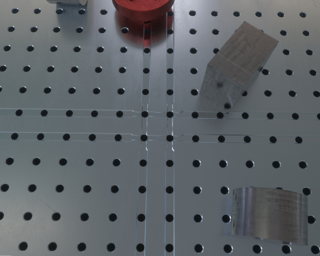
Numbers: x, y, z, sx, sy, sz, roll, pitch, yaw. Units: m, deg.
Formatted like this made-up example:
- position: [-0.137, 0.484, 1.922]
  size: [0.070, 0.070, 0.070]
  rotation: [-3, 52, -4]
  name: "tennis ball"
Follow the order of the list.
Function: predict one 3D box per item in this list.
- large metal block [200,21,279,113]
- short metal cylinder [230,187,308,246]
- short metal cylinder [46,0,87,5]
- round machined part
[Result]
- position: [0.102, -0.078, 0.412]
  size: [0.050, 0.080, 0.080]
  rotation: [37, 74, 12]
  name: "large metal block"
- position: [0.121, 0.100, 0.347]
  size: [0.080, 0.080, 0.050]
  rotation: [8, 70, 3]
  name: "short metal cylinder"
- position: [-0.141, -0.228, 0.465]
  size: [0.050, 0.080, 0.080]
  rotation: [4, 70, 1]
  name: "short metal cylinder"
- position: [-0.025, -0.205, 0.477]
  size: [0.099, 0.042, 0.098]
  rotation: [0, 70, 0]
  name: "round machined part"
